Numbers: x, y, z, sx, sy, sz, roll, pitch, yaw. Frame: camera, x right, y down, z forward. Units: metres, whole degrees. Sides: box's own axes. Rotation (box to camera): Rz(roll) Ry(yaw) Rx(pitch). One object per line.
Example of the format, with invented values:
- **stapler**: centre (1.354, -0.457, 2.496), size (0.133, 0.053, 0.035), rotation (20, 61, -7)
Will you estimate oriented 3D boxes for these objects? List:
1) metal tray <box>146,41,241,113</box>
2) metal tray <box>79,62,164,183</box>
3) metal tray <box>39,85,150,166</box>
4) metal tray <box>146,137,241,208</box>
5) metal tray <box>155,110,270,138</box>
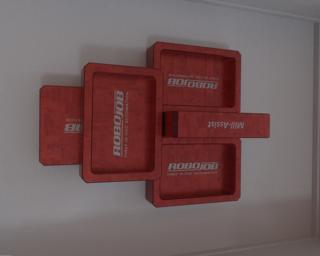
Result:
- **metal tray**: centre (0.048, -0.064, 0.425), size (0.131, 0.030, 0.089), rotation (1, 90, -21)
- **metal tray**: centre (-0.044, -0.005, 0.358), size (0.091, 0.030, 0.129), rotation (1, 90, -21)
- **metal tray**: centre (-0.076, -0.003, 0.377), size (0.131, 0.030, 0.089), rotation (0, 90, -21)
- **metal tray**: centre (0.048, 0.056, 0.425), size (0.131, 0.030, 0.089), rotation (1, 90, -21)
- **metal tray**: centre (0.061, -0.004, 0.397), size (0.131, 0.090, 0.030), rotation (1, 90, -20)
